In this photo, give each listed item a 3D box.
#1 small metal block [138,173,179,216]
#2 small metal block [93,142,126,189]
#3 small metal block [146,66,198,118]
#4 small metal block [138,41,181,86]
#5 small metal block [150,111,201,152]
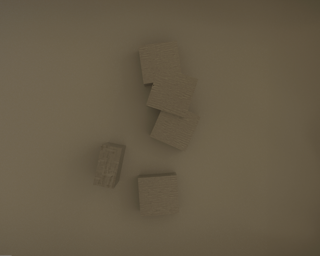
[{"bbox_3d":[-0.002,0.087,0.412,0.050,0.025,0.050,-4,90,-1],"label":"small metal block"},{"bbox_3d":[-0.063,0.046,0.398,0.025,0.050,0.050,11,90,0],"label":"small metal block"},{"bbox_3d":[0.015,-0.043,0.387,0.050,0.025,0.050,18,90,-1],"label":"small metal block"},{"bbox_3d":[0.000,-0.085,0.411,0.050,0.025,0.050,-8,90,-1],"label":"small metal block"},{"bbox_3d":[0.020,-0.002,0.412,0.050,0.025,0.050,24,90,-1],"label":"small metal block"}]
